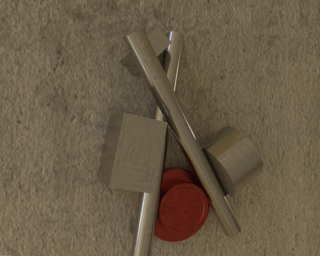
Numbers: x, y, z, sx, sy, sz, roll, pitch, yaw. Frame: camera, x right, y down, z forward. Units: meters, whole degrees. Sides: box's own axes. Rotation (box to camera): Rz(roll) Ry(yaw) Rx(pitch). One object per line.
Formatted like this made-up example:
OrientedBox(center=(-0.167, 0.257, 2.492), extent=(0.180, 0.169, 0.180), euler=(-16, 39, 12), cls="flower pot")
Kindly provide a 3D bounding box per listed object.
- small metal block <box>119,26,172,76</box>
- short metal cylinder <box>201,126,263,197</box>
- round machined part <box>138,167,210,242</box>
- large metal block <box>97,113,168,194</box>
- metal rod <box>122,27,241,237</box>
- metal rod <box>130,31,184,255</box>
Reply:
OrientedBox(center=(-0.019, -0.095, 0.390), extent=(0.050, 0.050, 0.025), euler=(-47, 105, -14), cls="small metal block")
OrientedBox(center=(0.090, 0.044, 0.416), extent=(0.050, 0.080, 0.080), euler=(-34, 101, -17), cls="short metal cylinder")
OrientedBox(center=(0.024, 0.103, 0.412), extent=(0.099, 0.042, 0.097), euler=(0, 90, -21), cls="round machined part")
OrientedBox(center=(-0.036, 0.027, 0.369), extent=(0.050, 0.080, 0.080), euler=(13, 86, -20), cls="large metal block")
OrientedBox(center=(0.037, 0.020, 0.388), extent=(0.025, 0.025, 0.299), euler=(-34, 110, -17), cls="metal rod")
OrientedBox(center=(-0.002, 0.020, 0.394), extent=(0.025, 0.025, 0.299), euler=(13, 80, -20), cls="metal rod")
